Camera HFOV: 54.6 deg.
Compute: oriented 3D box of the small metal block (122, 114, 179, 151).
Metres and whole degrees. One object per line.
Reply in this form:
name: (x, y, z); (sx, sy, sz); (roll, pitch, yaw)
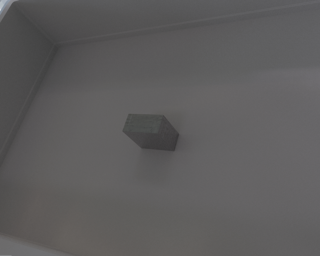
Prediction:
small metal block: (-0.011, 0.006, 0.393); (0.050, 0.050, 0.025); (3, 63, 30)
